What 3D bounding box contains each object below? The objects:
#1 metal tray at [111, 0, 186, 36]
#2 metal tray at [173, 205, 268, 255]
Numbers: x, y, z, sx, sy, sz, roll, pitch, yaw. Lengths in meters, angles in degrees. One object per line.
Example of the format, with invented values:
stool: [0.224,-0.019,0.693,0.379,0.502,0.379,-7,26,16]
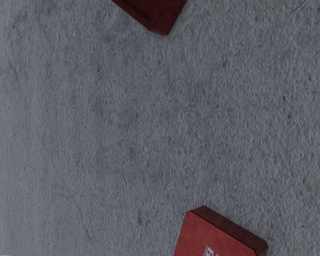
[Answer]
metal tray: [-0.019,-0.196,0.416,0.130,0.030,0.089,46,117,30]
metal tray: [0.058,0.168,0.354,0.090,0.030,0.129,24,105,37]
